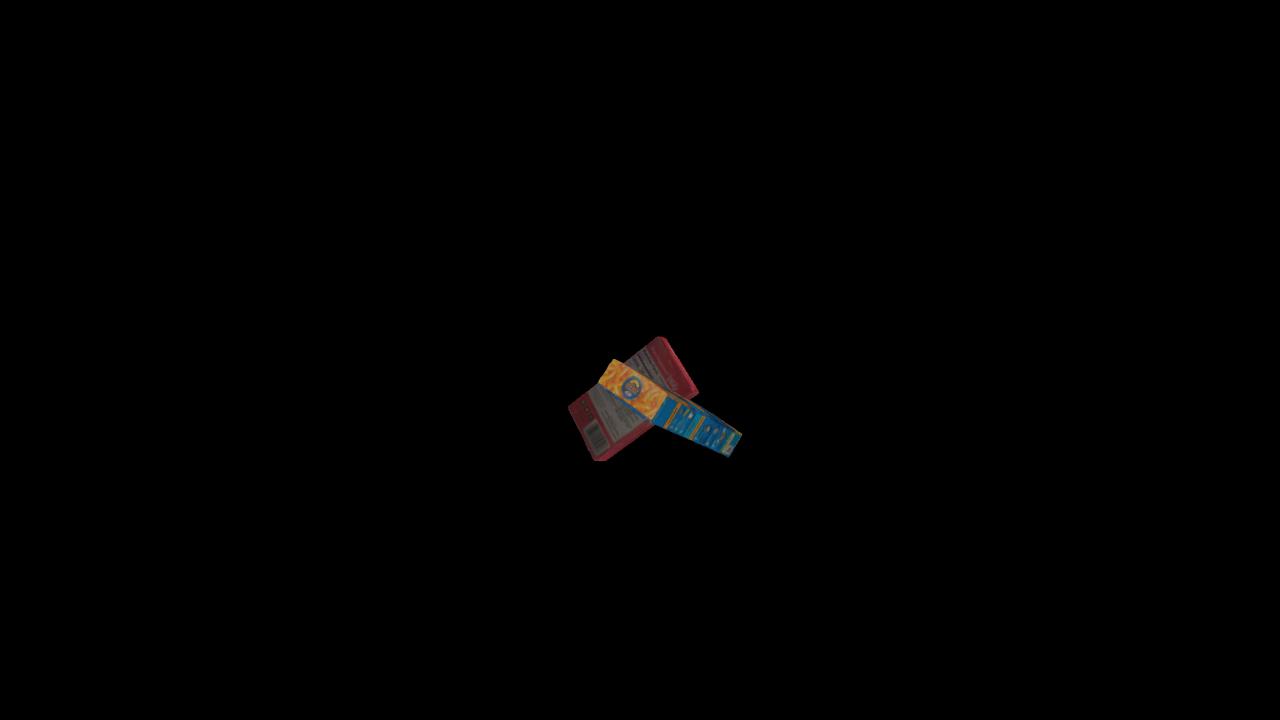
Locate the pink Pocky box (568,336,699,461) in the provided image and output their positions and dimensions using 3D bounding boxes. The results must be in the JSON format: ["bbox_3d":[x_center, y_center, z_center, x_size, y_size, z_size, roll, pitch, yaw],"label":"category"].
[{"bbox_3d":[-0.010,0.049,0.755,0.155,0.084,0.029,-38,-25,16],"label":"pink Pocky box"}]

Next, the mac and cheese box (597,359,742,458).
[{"bbox_3d":[0.040,0.060,0.725,0.093,0.041,0.184,34,2,39],"label":"mac and cheese box"}]
